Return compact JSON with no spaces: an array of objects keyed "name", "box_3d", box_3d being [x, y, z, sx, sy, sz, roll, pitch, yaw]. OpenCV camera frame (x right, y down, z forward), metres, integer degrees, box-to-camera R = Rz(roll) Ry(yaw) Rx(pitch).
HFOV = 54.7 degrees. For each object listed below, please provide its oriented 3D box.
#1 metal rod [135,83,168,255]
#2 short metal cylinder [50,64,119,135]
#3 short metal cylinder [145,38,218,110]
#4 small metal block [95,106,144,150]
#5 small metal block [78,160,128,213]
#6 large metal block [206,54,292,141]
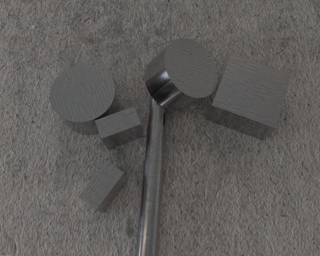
[{"name":"metal rod","box_3d":[-0.007,0.043,0.392,0.025,0.025,0.299,4,70,1]},{"name":"short metal cylinder","box_3d":[-0.096,-0.036,0.407,0.081,0.050,0.080,0,70,0]},{"name":"short metal cylinder","box_3d":[0.027,-0.068,0.402,0.081,0.050,0.080,10,70,-29]},{"name":"small metal block","box_3d":[-0.050,0.001,0.394,0.050,0.050,0.025,-21,72,-8]},{"name":"small metal block","box_3d":[-0.065,0.071,0.368,0.025,0.050,0.050,33,73,11]},{"name":"large metal block","box_3d":[0.116,-0.040,0.411,0.080,0.050,0.080,21,71,7]}]
